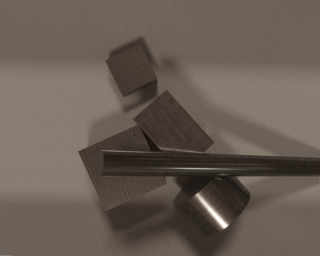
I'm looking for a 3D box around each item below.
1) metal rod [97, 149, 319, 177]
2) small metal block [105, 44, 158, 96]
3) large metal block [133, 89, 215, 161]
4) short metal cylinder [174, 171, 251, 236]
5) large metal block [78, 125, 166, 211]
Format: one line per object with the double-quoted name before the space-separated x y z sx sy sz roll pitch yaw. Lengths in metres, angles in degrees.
"metal rod" 0.081 0.042 0.351 0.303 0.025 0.025 4 90 -26
"small metal block" -0.037 -0.075 0.411 0.050 0.025 0.050 -26 90 -1
"large metal block" 0.015 0.003 0.384 0.050 0.080 0.080 -42 90 0
"short metal cylinder" 0.064 0.086 0.385 0.080 0.080 0.050 -41 91 0
"large metal block" -0.046 0.048 0.398 0.080 0.050 0.080 -24 90 0
